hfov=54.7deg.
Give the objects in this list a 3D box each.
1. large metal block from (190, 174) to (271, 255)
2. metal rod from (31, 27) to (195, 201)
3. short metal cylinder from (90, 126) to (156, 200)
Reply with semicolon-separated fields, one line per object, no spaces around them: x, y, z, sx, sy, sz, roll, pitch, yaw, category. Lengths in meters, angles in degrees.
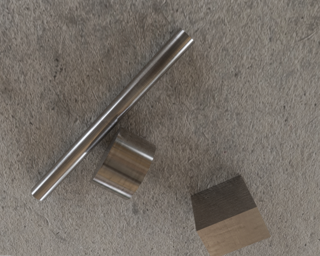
0.093;0.119;0.425;0.080;0.080;0.050;-25;108;9;large metal block
-0.070;-0.009;0.405;0.025;0.025;0.299;42;105;-14;metal rod
-0.047;0.045;0.397;0.050;0.080;0.080;29;107;-10;short metal cylinder
